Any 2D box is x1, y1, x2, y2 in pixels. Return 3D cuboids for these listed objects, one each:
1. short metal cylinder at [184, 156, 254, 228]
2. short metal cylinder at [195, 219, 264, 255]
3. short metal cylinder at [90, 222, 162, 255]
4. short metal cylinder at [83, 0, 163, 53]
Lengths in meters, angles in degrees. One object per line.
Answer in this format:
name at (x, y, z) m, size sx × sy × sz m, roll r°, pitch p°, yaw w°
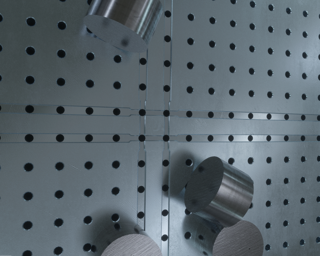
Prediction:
short metal cylinder at (0.077, 0.085, 0.413) m, size 0.050 × 0.080 × 0.080 m, roll 30°, pitch 80°, yaw -18°
short metal cylinder at (0.097, 0.163, 0.437) m, size 0.081 × 0.050 × 0.079 m, roll 0°, pitch 90°, yaw -21°
short metal cylinder at (-0.042, 0.164, 0.385) m, size 0.081 × 0.050 × 0.079 m, roll 0°, pitch 90°, yaw -21°
short metal cylinder at (-0.043, -0.132, 0.368) m, size 0.080 × 0.080 × 0.050 m, roll 24°, pitch 82°, yaw -19°
